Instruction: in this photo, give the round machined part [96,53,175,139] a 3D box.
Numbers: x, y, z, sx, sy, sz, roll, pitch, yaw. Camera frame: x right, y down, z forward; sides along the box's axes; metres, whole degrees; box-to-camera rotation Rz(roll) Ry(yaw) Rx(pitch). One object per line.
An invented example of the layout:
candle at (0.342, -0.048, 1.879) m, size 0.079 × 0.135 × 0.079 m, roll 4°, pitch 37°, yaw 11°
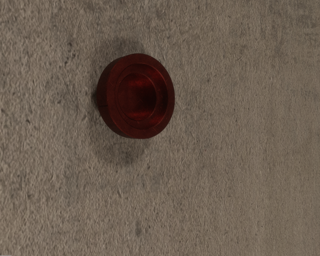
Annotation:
round machined part at (-0.032, -0.036, 0.368) m, size 0.099 × 0.042 × 0.097 m, roll 0°, pitch 90°, yaw -40°
